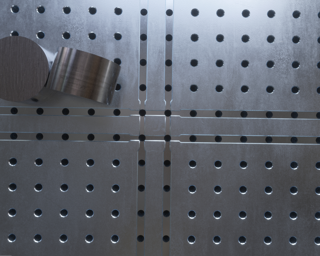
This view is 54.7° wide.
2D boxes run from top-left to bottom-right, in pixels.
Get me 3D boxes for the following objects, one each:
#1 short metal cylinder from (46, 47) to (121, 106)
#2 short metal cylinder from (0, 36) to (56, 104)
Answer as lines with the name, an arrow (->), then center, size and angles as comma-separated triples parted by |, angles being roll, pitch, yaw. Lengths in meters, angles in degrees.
short metal cylinder -> -0.094, -0.062, 0.385 | 0.080, 0.080, 0.050 | 15, 90, -1
short metal cylinder -> -0.175, -0.072, 0.398 | 0.081, 0.050, 0.079 | 0, 90, 0
